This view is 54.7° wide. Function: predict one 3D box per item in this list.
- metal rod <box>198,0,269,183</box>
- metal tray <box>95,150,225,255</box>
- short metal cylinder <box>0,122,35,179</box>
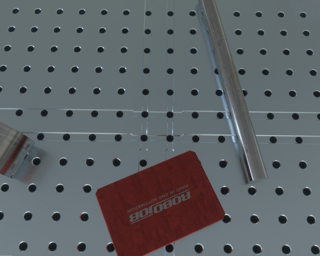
[{"bbox_3d":[0.097,-0.073,0.438,0.025,0.025,0.299,-10,70,-4],"label":"metal rod"},{"bbox_3d":[0.000,0.093,0.375,0.131,0.030,0.090,-22,72,-8],"label":"metal tray"},{"bbox_3d":[-0.202,0.021,0.373,0.080,0.080,0.050,23,72,8],"label":"short metal cylinder"}]
